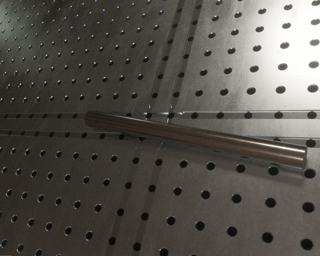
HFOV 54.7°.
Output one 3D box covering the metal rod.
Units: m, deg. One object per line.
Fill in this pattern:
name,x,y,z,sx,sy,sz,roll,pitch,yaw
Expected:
metal rod,0.020,0.008,0.391,0.300,0.025,0.025,10,67,32
